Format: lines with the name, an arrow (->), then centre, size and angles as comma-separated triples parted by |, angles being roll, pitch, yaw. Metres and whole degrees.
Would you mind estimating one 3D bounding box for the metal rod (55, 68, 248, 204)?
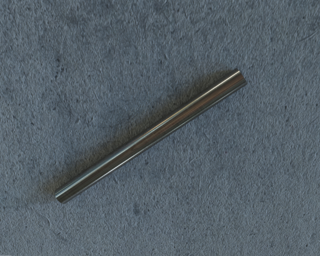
metal rod -> -0.020, 0.016, 0.417 | 0.300, 0.025, 0.025 | -34, 107, 11
